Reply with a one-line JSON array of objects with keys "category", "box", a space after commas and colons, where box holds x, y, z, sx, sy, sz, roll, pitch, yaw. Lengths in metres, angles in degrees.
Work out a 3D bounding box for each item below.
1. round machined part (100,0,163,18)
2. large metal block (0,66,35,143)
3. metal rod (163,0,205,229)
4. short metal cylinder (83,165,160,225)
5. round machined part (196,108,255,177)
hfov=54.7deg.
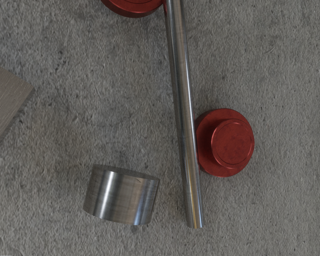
[{"category": "round machined part", "box": [-0.037, -0.186, 0.386, 0.099, 0.042, 0.097, 0, 90, -20]}, {"category": "large metal block", "box": [-0.191, -0.030, 0.325, 0.080, 0.050, 0.080, 33, 79, -17]}, {"category": "metal rod", "box": [0.032, -0.013, 0.400, 0.025, 0.025, 0.298, -11, 102, -20]}, {"category": "short metal cylinder", "box": [-0.044, 0.076, 0.364, 0.081, 0.080, 0.050, 15, 85, -20]}, {"category": "round machined part", "box": [0.092, 0.021, 0.434, 0.099, 0.042, 0.097, 0, 90, -20]}]
